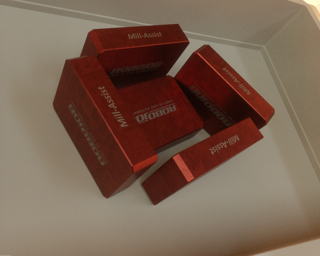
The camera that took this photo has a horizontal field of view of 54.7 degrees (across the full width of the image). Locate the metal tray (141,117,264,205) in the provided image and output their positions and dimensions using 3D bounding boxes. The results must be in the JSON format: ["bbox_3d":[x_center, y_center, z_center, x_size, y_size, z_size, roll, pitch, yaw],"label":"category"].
[{"bbox_3d":[0.051,0.038,0.367,0.131,0.090,0.030,-23,74,-36],"label":"metal tray"}]

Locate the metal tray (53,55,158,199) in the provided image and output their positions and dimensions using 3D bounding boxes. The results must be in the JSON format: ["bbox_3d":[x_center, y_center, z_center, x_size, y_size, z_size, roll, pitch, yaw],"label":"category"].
[{"bbox_3d":[-0.064,0.001,0.327,0.030,0.090,0.130,-23,75,-37],"label":"metal tray"}]

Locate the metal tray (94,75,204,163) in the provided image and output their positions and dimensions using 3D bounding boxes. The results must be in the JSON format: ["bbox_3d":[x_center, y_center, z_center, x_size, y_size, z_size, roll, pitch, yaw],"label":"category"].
[{"bbox_3d":[-0.016,-0.013,0.400,0.131,0.030,0.090,-22,74,-36],"label":"metal tray"}]

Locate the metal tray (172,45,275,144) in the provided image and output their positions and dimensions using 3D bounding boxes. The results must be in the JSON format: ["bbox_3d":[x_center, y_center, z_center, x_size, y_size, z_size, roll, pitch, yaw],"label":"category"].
[{"bbox_3d":[0.080,-0.039,0.431,0.130,0.090,0.030,45,52,3],"label":"metal tray"}]

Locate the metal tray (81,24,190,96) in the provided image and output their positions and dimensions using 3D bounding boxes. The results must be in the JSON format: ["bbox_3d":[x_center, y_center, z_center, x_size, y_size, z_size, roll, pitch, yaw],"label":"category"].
[{"bbox_3d":[-0.036,-0.087,0.396,0.131,0.090,0.030,-17,71,-35],"label":"metal tray"}]
